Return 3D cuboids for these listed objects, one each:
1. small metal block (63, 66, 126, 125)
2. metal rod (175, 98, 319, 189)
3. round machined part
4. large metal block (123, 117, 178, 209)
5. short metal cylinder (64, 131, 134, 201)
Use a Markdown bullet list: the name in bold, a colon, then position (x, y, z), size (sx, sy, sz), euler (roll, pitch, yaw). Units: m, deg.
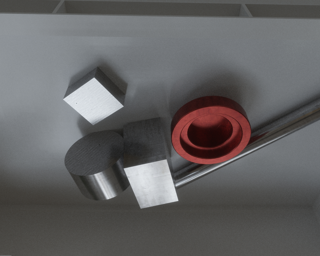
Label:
- **small metal block**: position (-0.078, -0.038, 0.376), size (0.050, 0.025, 0.050), euler (-29, 125, 22)
- **metal rod**: position (0.112, 0.030, 0.436), size (0.300, 0.025, 0.025), euler (-31, 124, 23)
- **round machined part**: position (0.063, -0.002, 0.398), size (0.099, 0.042, 0.097), euler (-1, 130, 0)
- **large metal block**: position (-0.013, 0.045, 0.409), size (0.050, 0.080, 0.080), euler (-13, 129, 3)
- **short metal cylinder**: position (-0.079, 0.049, 0.413), size (0.080, 0.080, 0.050), euler (-9, 130, 7)
